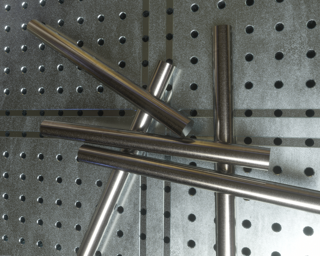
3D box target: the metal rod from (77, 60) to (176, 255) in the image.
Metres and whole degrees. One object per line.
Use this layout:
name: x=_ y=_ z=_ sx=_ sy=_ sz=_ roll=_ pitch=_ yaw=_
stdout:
metal rod: x=-0.050 y=0.050 z=0.428 sx=0.025 sy=0.025 sz=0.298 roll=26 pitch=98 yaw=18

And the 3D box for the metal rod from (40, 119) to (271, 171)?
metal rod: x=-0.020 y=0.017 z=0.391 sx=0.301 sy=0.025 sz=0.025 roll=7 pitch=92 yaw=19

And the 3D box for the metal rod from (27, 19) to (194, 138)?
metal rod: x=-0.081 y=-0.077 z=0.422 sx=0.300 sy=0.025 sz=0.025 roll=35 pitch=101 yaw=23

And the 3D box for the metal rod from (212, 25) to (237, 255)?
metal rod: x=0.080 y=0.025 z=0.384 sx=0.025 sy=0.025 sz=0.298 roll=-1 pitch=90 yaw=19

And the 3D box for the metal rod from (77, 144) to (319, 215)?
metal rod: x=0.036 y=0.057 z=0.371 sx=0.301 sy=0.025 sz=0.025 roll=9 pitch=93 yaw=19
